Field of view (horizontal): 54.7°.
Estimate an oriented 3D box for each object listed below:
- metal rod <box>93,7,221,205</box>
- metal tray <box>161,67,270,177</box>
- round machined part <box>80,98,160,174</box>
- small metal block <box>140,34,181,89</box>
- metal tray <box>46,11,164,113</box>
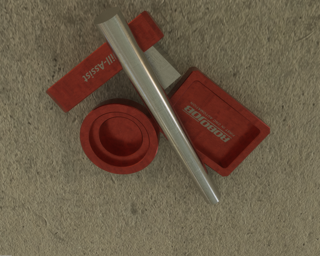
[{"bbox_3d":[0.016,0.003,0.355,0.025,0.025,0.299,-25,130,8],"label":"metal rod"},{"bbox_3d":[0.065,-0.006,0.407,0.130,0.030,0.090,36,106,-13],"label":"metal tray"},{"bbox_3d":[-0.049,0.008,0.400,0.099,0.042,0.097,2,113,5],"label":"round machined part"},{"bbox_3d":[-0.005,-0.080,0.363,0.025,0.050,0.050,-40,120,16],"label":"small metal block"},{"bbox_3d":[-0.057,-0.077,0.346,0.130,0.090,0.030,-35,107,12],"label":"metal tray"}]
